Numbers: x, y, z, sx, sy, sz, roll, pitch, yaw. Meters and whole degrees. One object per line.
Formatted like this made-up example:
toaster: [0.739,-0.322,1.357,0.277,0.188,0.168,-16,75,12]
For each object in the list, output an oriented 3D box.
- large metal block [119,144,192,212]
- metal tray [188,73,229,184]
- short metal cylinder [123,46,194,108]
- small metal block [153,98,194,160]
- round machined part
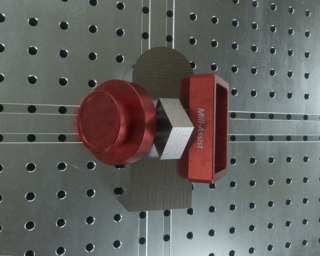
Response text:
large metal block: [-0.006,0.059,0.397,0.081,0.050,0.080,2,89,-20]
metal tray: [0.066,0.001,0.404,0.030,0.090,0.129,1,90,23]
short metal cylinder: [-0.003,-0.059,0.397,0.081,0.050,0.080,0,90,-20]
small metal block: [0.011,0.001,0.358,0.025,0.050,0.050,0,132,-23]
round machined part: [-0.055,-0.006,0.349,0.042,0.098,0.097,2,89,-53]
